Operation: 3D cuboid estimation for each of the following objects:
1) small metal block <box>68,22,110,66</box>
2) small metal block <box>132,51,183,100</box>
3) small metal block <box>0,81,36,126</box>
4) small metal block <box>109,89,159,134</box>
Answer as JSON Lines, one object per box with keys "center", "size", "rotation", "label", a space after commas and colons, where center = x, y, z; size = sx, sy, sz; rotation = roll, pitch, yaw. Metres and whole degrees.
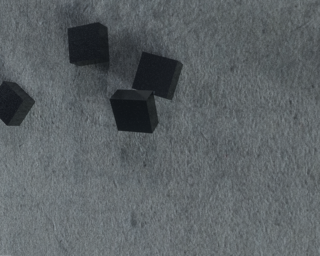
{"center": [-0.102, -0.119, 0.444], "size": [0.050, 0.025, 0.050], "rotation": [-4, 89, 19], "label": "small metal block"}
{"center": [-0.003, -0.068, 0.409], "size": [0.050, 0.025, 0.050], "rotation": [19, 96, 18], "label": "small metal block"}
{"center": [-0.234, -0.038, 0.490], "size": [0.050, 0.025, 0.050], "rotation": [41, 103, 15], "label": "small metal block"}
{"center": [-0.033, -0.022, 0.407], "size": [0.050, 0.025, 0.050], "rotation": [4, 127, 19], "label": "small metal block"}
